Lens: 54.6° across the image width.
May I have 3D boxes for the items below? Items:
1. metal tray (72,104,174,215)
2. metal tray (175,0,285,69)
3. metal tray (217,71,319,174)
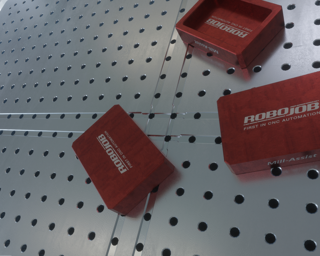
[{"bbox_3d":[-0.054,0.037,0.412,0.090,0.030,0.130,-42,51,-1],"label":"metal tray"},{"bbox_3d":[0.096,-0.148,0.445,0.090,0.030,0.130,-47,51,-5],"label":"metal tray"},{"bbox_3d":[0.133,-0.006,0.339,0.130,0.030,0.090,-14,56,20],"label":"metal tray"}]
